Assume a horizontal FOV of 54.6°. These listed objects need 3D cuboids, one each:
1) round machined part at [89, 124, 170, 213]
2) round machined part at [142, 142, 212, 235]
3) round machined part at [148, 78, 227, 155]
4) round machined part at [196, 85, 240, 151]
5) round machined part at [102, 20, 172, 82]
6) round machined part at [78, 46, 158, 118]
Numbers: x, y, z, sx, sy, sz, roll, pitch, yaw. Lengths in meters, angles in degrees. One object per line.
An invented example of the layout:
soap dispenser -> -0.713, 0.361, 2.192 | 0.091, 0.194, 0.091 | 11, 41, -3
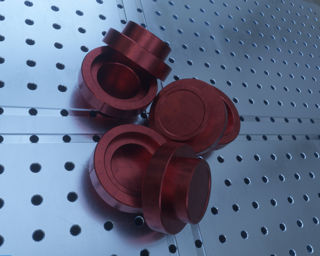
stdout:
round machined part -> -0.031, 0.048, 0.350 | 0.099, 0.042, 0.098 | 13, 56, -21
round machined part -> 0.024, 0.065, 0.333 | 0.099, 0.042, 0.097 | -15, 107, -60
round machined part -> 0.031, -0.015, 0.384 | 0.098, 0.098, 0.042 | 63, 12, 17
round machined part -> 0.060, -0.012, 0.436 | 0.099, 0.042, 0.098 | 13, 56, -21
round machined part -> -0.024, -0.106, 0.413 | 0.098, 0.042, 0.098 | 33, 7, -4
round machined part -> -0.056, -0.054, 0.399 | 0.099, 0.042, 0.098 | 13, 56, -21
